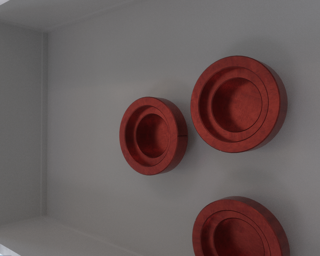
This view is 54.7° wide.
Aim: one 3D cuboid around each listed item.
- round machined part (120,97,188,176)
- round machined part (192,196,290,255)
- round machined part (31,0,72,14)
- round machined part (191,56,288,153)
[{"bbox_3d":[-0.003,0.010,0.399,0.098,0.042,0.097,0,90,40],"label":"round machined part"},{"bbox_3d":[0.086,0.120,0.325,0.098,0.042,0.097,0,90,40],"label":"round machined part"},{"bbox_3d":[-0.189,-0.254,0.555,0.098,0.042,0.097,0,90,40],"label":"round machined part"},{"bbox_3d":[0.084,-0.023,0.326,0.098,0.042,0.097,0,90,40],"label":"round machined part"}]
